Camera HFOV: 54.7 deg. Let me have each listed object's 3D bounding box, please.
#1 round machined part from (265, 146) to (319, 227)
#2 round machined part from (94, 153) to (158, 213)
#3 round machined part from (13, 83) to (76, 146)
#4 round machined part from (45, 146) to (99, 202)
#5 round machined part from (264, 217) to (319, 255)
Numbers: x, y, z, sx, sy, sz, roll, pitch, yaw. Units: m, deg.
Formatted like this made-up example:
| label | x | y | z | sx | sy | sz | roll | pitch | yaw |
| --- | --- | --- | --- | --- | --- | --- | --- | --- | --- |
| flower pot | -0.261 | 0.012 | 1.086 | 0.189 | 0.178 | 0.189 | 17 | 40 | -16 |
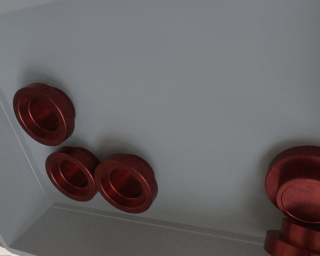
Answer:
| label | x | y | z | sx | sy | sz | roll | pitch | yaw |
| --- | --- | --- | --- | --- | --- | --- | --- | --- | --- |
| round machined part | 0.171 | 0.072 | 0.352 | 0.098 | 0.042 | 0.097 | 13 | 124 | 21 |
| round machined part | -0.047 | 0.079 | 0.471 | 0.098 | 0.042 | 0.097 | 13 | 124 | 21 |
| round machined part | -0.170 | -0.024 | 0.473 | 0.098 | 0.042 | 0.097 | 13 | 124 | 21 |
| round machined part | -0.136 | 0.071 | 0.514 | 0.098 | 0.042 | 0.097 | 13 | 124 | 21 |
| round machined part | 0.177 | 0.136 | 0.365 | 0.098 | 0.098 | 0.042 | 12 | 86 | 22 |
